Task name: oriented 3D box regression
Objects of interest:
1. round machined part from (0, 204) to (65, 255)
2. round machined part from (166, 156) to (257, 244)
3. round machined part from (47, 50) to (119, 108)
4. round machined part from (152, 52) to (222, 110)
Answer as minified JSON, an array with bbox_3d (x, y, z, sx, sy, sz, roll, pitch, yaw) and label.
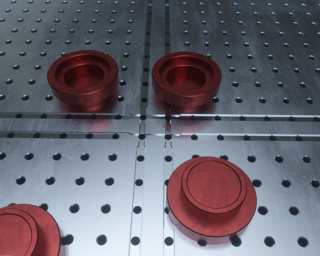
[{"bbox_3d":[-0.146,0.117,0.296,0.099,0.042,0.098,0,50,0],"label":"round machined part"},{"bbox_3d":[0.056,0.071,0.338,0.099,0.042,0.098,0,50,0],"label":"round machined part"},{"bbox_3d":[-0.109,-0.068,0.452,0.099,0.042,0.098,0,50,0],"label":"round machined part"},{"bbox_3d":[0.038,-0.065,0.452,0.099,0.042,0.098,0,50,0],"label":"round machined part"}]
